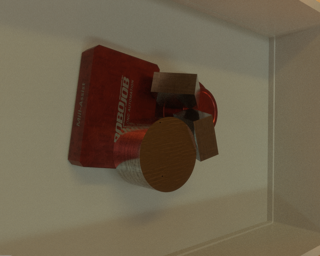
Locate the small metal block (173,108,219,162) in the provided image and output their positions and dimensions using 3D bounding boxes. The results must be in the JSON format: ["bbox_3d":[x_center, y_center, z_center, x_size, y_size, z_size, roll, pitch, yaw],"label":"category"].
[{"bbox_3d":[0.043,0.007,0.375,0.025,0.050,0.050,-19,110,-20],"label":"small metal block"}]

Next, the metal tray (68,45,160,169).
[{"bbox_3d":[-0.050,-0.019,0.358,0.091,0.030,0.129,10,84,-40],"label":"metal tray"}]

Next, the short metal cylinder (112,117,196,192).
[{"bbox_3d":[-0.005,0.028,0.347,0.081,0.050,0.079,0,90,-40],"label":"short metal cylinder"}]

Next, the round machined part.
[{"bbox_3d":[0.043,-0.021,0.431,0.099,0.042,0.097,0,90,-40],"label":"round machined part"}]

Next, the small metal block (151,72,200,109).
[{"bbox_3d":[0.021,-0.045,0.374,0.050,0.050,0.025,54,43,-71],"label":"small metal block"}]
